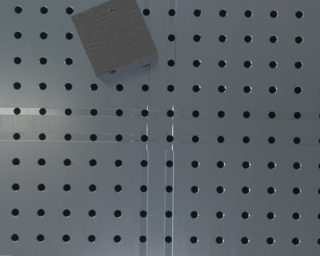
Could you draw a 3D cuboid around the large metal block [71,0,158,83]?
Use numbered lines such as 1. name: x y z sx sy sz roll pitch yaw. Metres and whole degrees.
1. large metal block: -0.055 -0.114 0.400 0.080 0.050 0.080 -23 90 0
